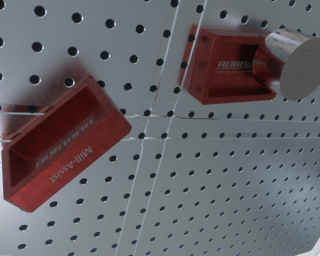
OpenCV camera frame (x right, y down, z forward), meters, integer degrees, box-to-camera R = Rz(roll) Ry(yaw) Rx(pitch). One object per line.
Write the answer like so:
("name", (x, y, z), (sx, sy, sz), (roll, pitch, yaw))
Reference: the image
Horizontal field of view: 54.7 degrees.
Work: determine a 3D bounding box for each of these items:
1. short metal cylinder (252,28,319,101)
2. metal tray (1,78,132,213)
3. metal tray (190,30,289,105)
("short metal cylinder", (0.167, -0.082, 0.396), (0.081, 0.050, 0.079), (-14, 124, -21))
("metal tray", (-0.101, 0.013, 0.321), (0.130, 0.090, 0.030), (-39, 129, -2))
("metal tray", (0.110, -0.081, 0.417), (0.131, 0.030, 0.089), (-6, 121, -26))
